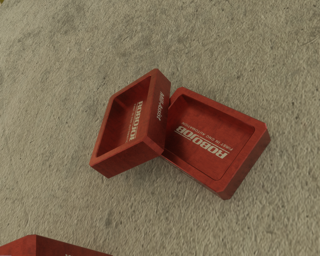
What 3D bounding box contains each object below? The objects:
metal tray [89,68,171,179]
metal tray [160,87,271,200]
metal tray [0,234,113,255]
[{"bbox_3d":[-0.034,-0.009,0.390,0.090,0.030,0.130,-27,36,30],"label":"metal tray"},{"bbox_3d":[0.049,0.012,0.367,0.130,0.030,0.090,31,78,37],"label":"metal tray"},{"bbox_3d":[-0.115,0.147,0.307,0.090,0.130,0.030,-25,53,13],"label":"metal tray"}]
